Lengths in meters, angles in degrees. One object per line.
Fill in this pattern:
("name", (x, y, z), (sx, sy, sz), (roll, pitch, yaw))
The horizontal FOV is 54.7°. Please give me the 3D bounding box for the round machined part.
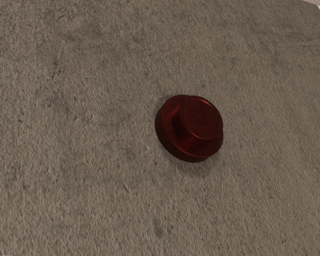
("round machined part", (0.046, -0.005, 0.423), (0.099, 0.042, 0.098), (14, 56, -21))
